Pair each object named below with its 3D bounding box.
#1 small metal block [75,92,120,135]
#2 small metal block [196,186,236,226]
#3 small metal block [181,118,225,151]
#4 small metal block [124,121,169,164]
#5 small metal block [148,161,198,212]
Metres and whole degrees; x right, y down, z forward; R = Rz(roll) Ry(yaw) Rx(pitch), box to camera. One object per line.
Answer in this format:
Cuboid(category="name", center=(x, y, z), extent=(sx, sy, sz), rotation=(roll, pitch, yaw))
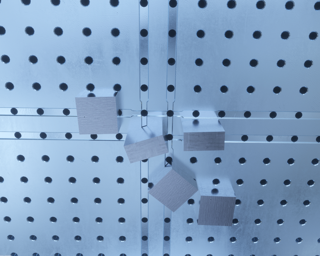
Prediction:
Cuboid(category="small metal block", center=(-0.080, -0.020, 0.406), extent=(0.050, 0.025, 0.050), rotation=(-1, 110, 0))
Cuboid(category="small metal block", center=(0.081, 0.115, 0.456), extent=(0.050, 0.025, 0.050), rotation=(3, 110, -1))
Cuboid(category="small metal block", center=(0.054, 0.008, 0.403), extent=(0.050, 0.050, 0.025), rotation=(-1, 110, 0))
Cuboid(category="small metal block", center=(-0.017, 0.018, 0.406), extent=(0.050, 0.050, 0.025), rotation=(-17, 109, 6))
Cuboid(category="small metal block", center=(0.018, 0.084, 0.444), extent=(0.050, 0.025, 0.050), rotation=(41, 105, -14))
